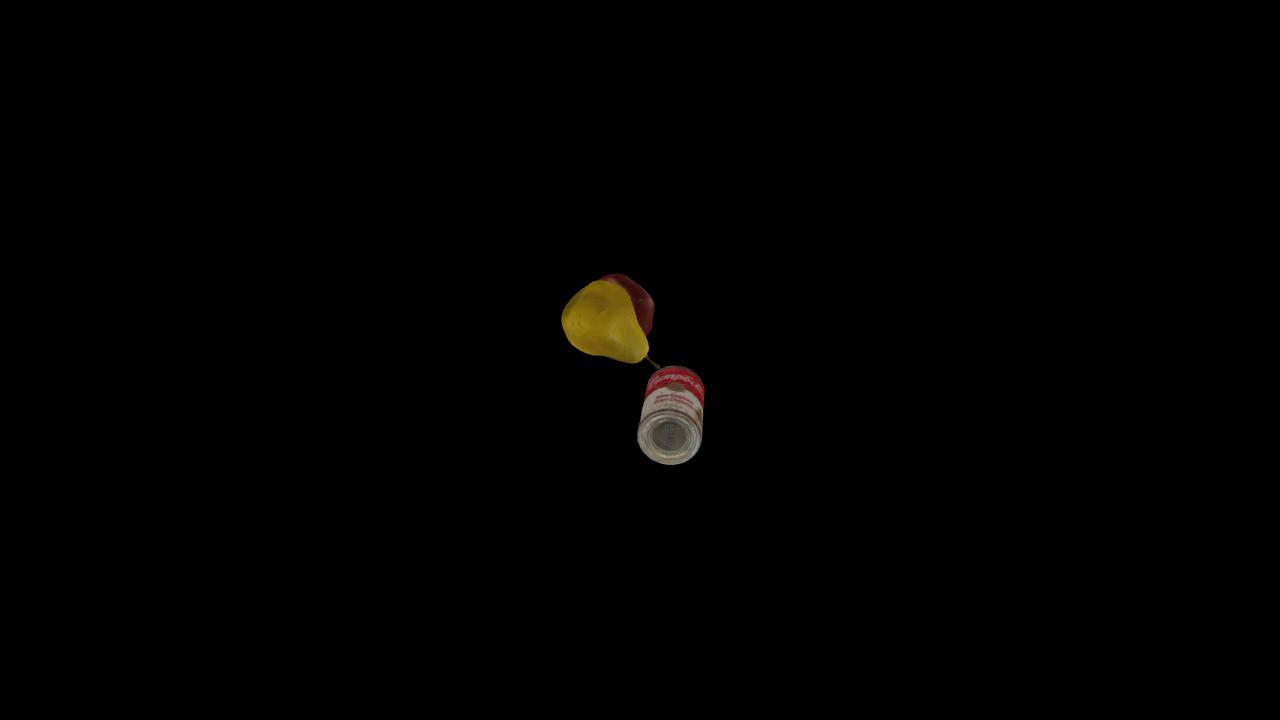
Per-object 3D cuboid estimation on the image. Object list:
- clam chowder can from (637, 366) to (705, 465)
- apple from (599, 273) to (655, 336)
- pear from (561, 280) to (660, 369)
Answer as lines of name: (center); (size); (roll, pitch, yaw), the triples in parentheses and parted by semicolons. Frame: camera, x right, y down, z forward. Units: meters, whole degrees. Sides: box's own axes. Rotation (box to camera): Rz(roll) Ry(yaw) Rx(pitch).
clam chowder can: (0.035, 0.058, 0.663); (0.068, 0.068, 0.102); (0, 26, 8)
apple: (-0.024, -0.053, 0.667); (0.079, 0.079, 0.093); (0, -5, 25)
pear: (-0.025, -0.028, 0.636); (0.111, 0.080, 0.080); (45, -15, -16)
